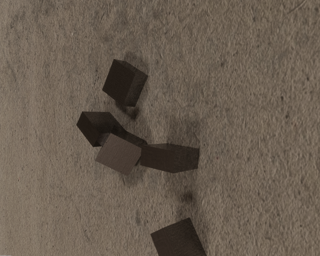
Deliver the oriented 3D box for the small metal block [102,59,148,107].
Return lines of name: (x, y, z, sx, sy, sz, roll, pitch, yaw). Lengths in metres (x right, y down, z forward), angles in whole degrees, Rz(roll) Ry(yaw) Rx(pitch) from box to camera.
small metal block: (-0.051, -0.064, 0.445, 0.050, 0.025, 0.050, 38, 113, 33)

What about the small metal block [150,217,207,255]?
small metal block: (0.023, 0.140, 0.368, 0.025, 0.050, 0.050, -37, 68, 34)

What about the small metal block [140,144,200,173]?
small metal block: (0.012, 0.035, 0.377, 0.050, 0.050, 0.025, 8, 95, 39)

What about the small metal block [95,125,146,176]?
small metal block: (-0.054, 0.031, 0.429, 0.050, 0.025, 0.050, 28, 114, -10)

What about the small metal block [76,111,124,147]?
small metal block: (-0.086, 0.001, 0.456, 0.050, 0.050, 0.025, 46, 119, 30)
